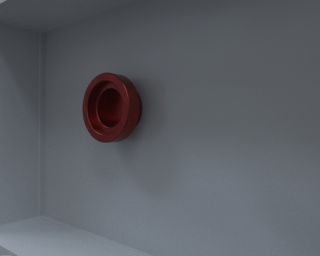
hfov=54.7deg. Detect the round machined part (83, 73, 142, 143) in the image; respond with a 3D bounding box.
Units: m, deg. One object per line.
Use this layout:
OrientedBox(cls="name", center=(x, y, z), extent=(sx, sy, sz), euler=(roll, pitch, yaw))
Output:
OrientedBox(cls="round machined part", center=(-0.064, -0.028, 0.447), extent=(0.098, 0.042, 0.097), euler=(0, 90, 39))
